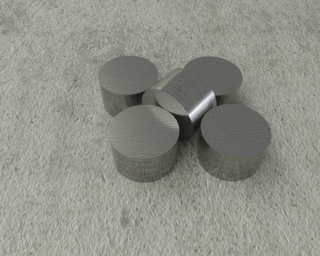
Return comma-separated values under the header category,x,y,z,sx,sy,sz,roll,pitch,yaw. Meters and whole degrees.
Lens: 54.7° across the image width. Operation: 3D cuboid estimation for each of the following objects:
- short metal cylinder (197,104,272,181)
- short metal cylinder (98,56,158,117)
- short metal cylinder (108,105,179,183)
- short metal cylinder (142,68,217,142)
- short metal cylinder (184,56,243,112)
category,x,y,z,sx,sy,sz,roll,pitch,yaw
short metal cylinder,0.087,0.017,0.374,0.081,0.050,0.080,0,50,0
short metal cylinder,-0.043,-0.057,0.434,0.081,0.050,0.080,0,50,0
short metal cylinder,-0.018,0.018,0.372,0.081,0.050,0.080,0,50,0
short metal cylinder,0.024,-0.029,0.394,0.080,0.080,0.050,32,57,24
short metal cylinder,0.070,-0.055,0.434,0.081,0.050,0.080,0,50,0
